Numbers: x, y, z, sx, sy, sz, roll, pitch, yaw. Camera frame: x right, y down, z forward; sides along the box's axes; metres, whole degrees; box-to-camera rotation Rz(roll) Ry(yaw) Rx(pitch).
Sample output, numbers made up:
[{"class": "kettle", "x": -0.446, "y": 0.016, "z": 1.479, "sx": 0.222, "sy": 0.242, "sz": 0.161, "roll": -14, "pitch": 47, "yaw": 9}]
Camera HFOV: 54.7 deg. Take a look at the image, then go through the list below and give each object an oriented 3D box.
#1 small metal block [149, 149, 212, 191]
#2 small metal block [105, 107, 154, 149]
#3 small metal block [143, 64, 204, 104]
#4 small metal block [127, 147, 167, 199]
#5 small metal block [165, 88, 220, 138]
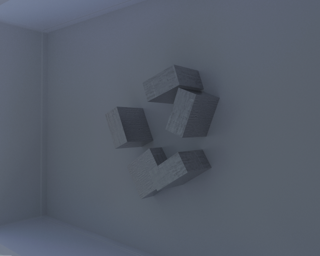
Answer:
[{"class": "small metal block", "x": 0.025, "y": 0.050, "z": 0.370, "sx": 0.050, "sy": 0.050, "sz": 0.025, "roll": -38, "pitch": 67, "yaw": 33}, {"class": "small metal block", "x": -0.042, "y": 0.000, "z": 0.425, "sx": 0.025, "sy": 0.050, "sz": 0.050, "roll": -30, "pitch": 72, "yaw": 36}, {"class": "small metal block", "x": 0.016, "y": -0.051, "z": 0.377, "sx": 0.050, "sy": 0.050, "sz": 0.025, "roll": -24, "pitch": 75, "yaw": 37}, {"class": "small metal block", "x": -0.012, "y": 0.061, "z": 0.417, "sx": 0.050, "sy": 0.025, "sz": 0.050, "roll": -40, "pitch": 66, "yaw": 33}, {"class": "small metal block", "x": 0.038, "y": -0.017, "z": 0.359, "sx": 0.025, "sy": 0.050, "sz": 0.050, "roll": 28, "pitch": 107, "yaw": 37}]
